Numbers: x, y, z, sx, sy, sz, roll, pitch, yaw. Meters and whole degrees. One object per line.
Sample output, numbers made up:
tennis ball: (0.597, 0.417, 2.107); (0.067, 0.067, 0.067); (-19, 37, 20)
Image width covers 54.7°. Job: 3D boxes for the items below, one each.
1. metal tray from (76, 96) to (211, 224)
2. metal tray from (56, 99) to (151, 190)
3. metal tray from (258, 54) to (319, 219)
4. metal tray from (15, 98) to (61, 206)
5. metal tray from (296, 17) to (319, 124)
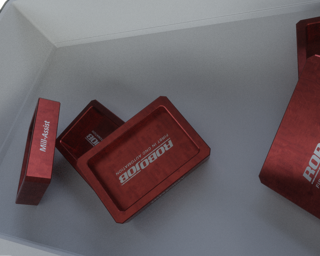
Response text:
metal tray: (-0.018, 0.036, 0.361); (0.130, 0.030, 0.090); (-38, 75, -4)
metal tray: (-0.081, 0.025, 0.429); (0.090, 0.030, 0.130); (-49, 52, -7)
metal tray: (0.151, 0.012, 0.267); (0.090, 0.030, 0.129); (33, 119, 38)
metal tray: (-0.174, 0.033, 0.442); (0.090, 0.030, 0.130); (-48, 38, 46)
metal tray: (0.201, -0.069, 0.339); (0.090, 0.030, 0.130); (-4, 60, 26)
